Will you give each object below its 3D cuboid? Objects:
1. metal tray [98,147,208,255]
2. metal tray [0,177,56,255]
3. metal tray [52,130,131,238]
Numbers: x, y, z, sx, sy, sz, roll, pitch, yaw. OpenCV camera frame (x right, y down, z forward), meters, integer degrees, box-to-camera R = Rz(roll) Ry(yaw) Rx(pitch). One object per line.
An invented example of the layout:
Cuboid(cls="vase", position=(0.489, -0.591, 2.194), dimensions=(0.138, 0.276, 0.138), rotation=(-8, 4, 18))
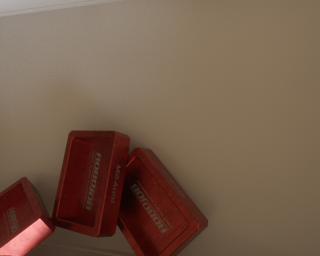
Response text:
Cuboid(cls="metal tray", position=(-0.014, 0.100, 0.395), dimensions=(0.090, 0.030, 0.130), rotation=(-48, 62, 13))
Cuboid(cls="metal tray", position=(-0.202, 0.126, 0.416), dimensions=(0.090, 0.130, 0.030), rotation=(-37, 121, -18))
Cuboid(cls="metal tray", position=(-0.092, 0.069, 0.411), dimensions=(0.090, 0.030, 0.129), rotation=(0, 76, 34))
